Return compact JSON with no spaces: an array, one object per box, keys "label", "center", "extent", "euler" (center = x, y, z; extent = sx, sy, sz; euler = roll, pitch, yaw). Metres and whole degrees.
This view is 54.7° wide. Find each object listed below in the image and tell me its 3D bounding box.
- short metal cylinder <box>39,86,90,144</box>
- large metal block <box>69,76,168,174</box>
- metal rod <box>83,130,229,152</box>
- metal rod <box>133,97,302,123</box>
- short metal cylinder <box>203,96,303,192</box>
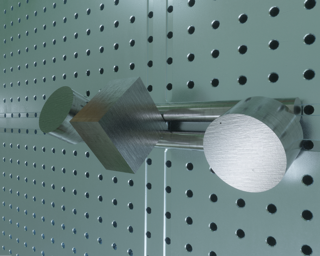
[{"label":"short metal cylinder","center":[-0.146,-0.020,0.495],"extent":[0.080,0.050,0.080],"euler":[-19,56,31]},{"label":"large metal block","center":[-0.045,-0.004,0.372],"extent":[0.050,0.080,0.080],"euler":[1,133,40]},{"label":"metal rod","center":[-0.040,0.014,0.441],"extent":[0.300,0.025,0.025],"euler":[1,91,40]},{"label":"metal rod","center":[0.017,-0.020,0.394],"extent":[0.300,0.025,0.025],"euler":[1,91,40]},{"label":"short metal cylinder","center":[0.090,0.015,0.301],"extent":[0.080,0.050,0.079],"euler":[19,124,32]}]
